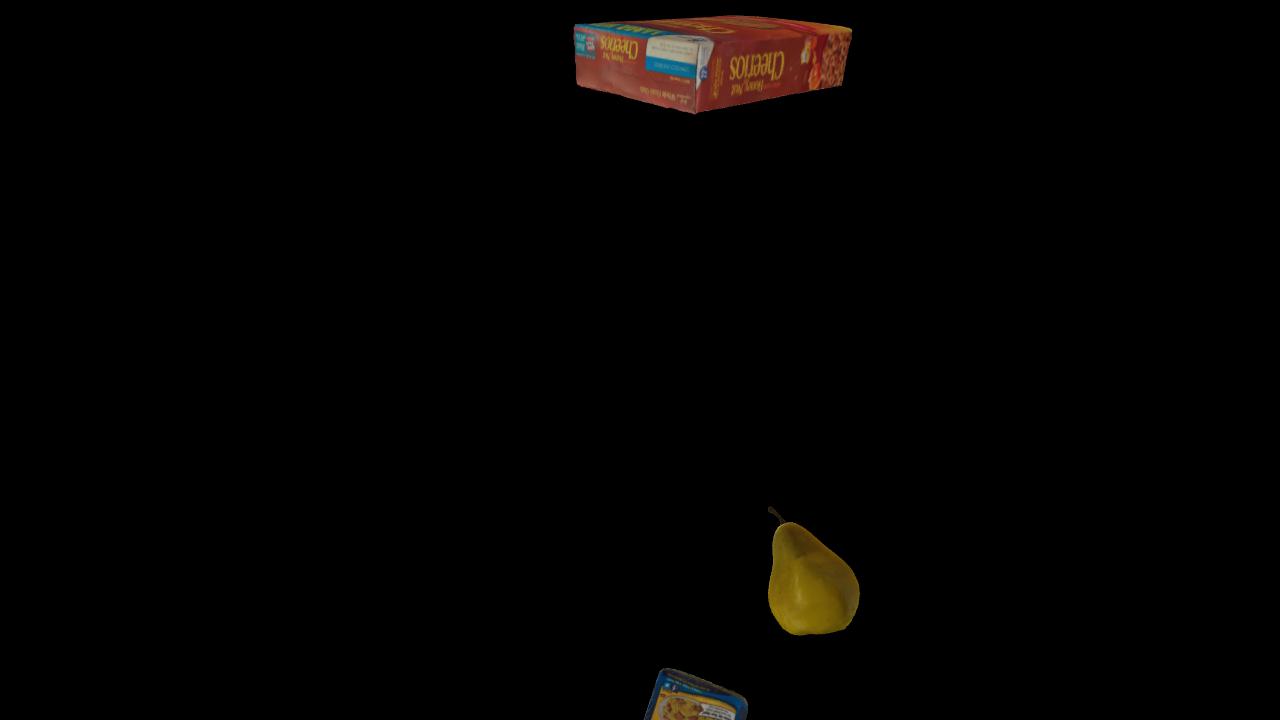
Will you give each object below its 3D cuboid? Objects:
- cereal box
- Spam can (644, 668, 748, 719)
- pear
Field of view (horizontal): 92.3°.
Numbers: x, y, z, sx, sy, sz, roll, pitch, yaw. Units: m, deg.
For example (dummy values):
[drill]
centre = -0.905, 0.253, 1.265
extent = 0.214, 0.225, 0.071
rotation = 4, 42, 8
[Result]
[cereal box]
centre = 0.096, -0.383, 0.777
extent = 0.306, 0.081, 0.203
rotation = -26, 42, -36
[Spam can]
centre = 0.051, 0.371, 0.615
extent = 0.101, 0.058, 0.085
rotation = 17, 38, 11
[pear]
centre = 0.147, 0.182, 0.545
extent = 0.080, 0.111, 0.080
rotation = -9, -20, -3
